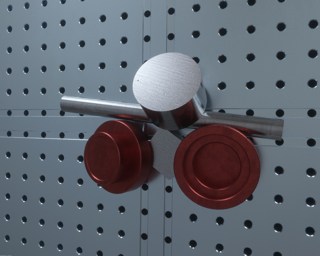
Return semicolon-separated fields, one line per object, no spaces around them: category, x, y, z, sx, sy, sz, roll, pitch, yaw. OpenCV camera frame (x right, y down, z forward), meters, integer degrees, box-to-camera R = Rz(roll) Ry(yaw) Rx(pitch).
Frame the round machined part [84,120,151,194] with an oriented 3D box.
round machined part;-0.062;0.038;0.408;0.098;0.042;0.097;1;91;38

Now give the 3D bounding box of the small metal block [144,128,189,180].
small metal block;0.011;0.031;0.405;0.050;0.025;0.050;38;102;16

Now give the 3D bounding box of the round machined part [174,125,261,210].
round machined part;0.069;0.044;0.373;0.098;0.042;0.097;1;93;17

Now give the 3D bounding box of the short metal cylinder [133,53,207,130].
short metal cylinder;0.013;-0.044;0.375;0.080;0.050;0.080;-6;63;13

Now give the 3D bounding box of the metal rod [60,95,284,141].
metal rod;0.001;-0.017;0.408;0.301;0.025;0.025;8;93;19
